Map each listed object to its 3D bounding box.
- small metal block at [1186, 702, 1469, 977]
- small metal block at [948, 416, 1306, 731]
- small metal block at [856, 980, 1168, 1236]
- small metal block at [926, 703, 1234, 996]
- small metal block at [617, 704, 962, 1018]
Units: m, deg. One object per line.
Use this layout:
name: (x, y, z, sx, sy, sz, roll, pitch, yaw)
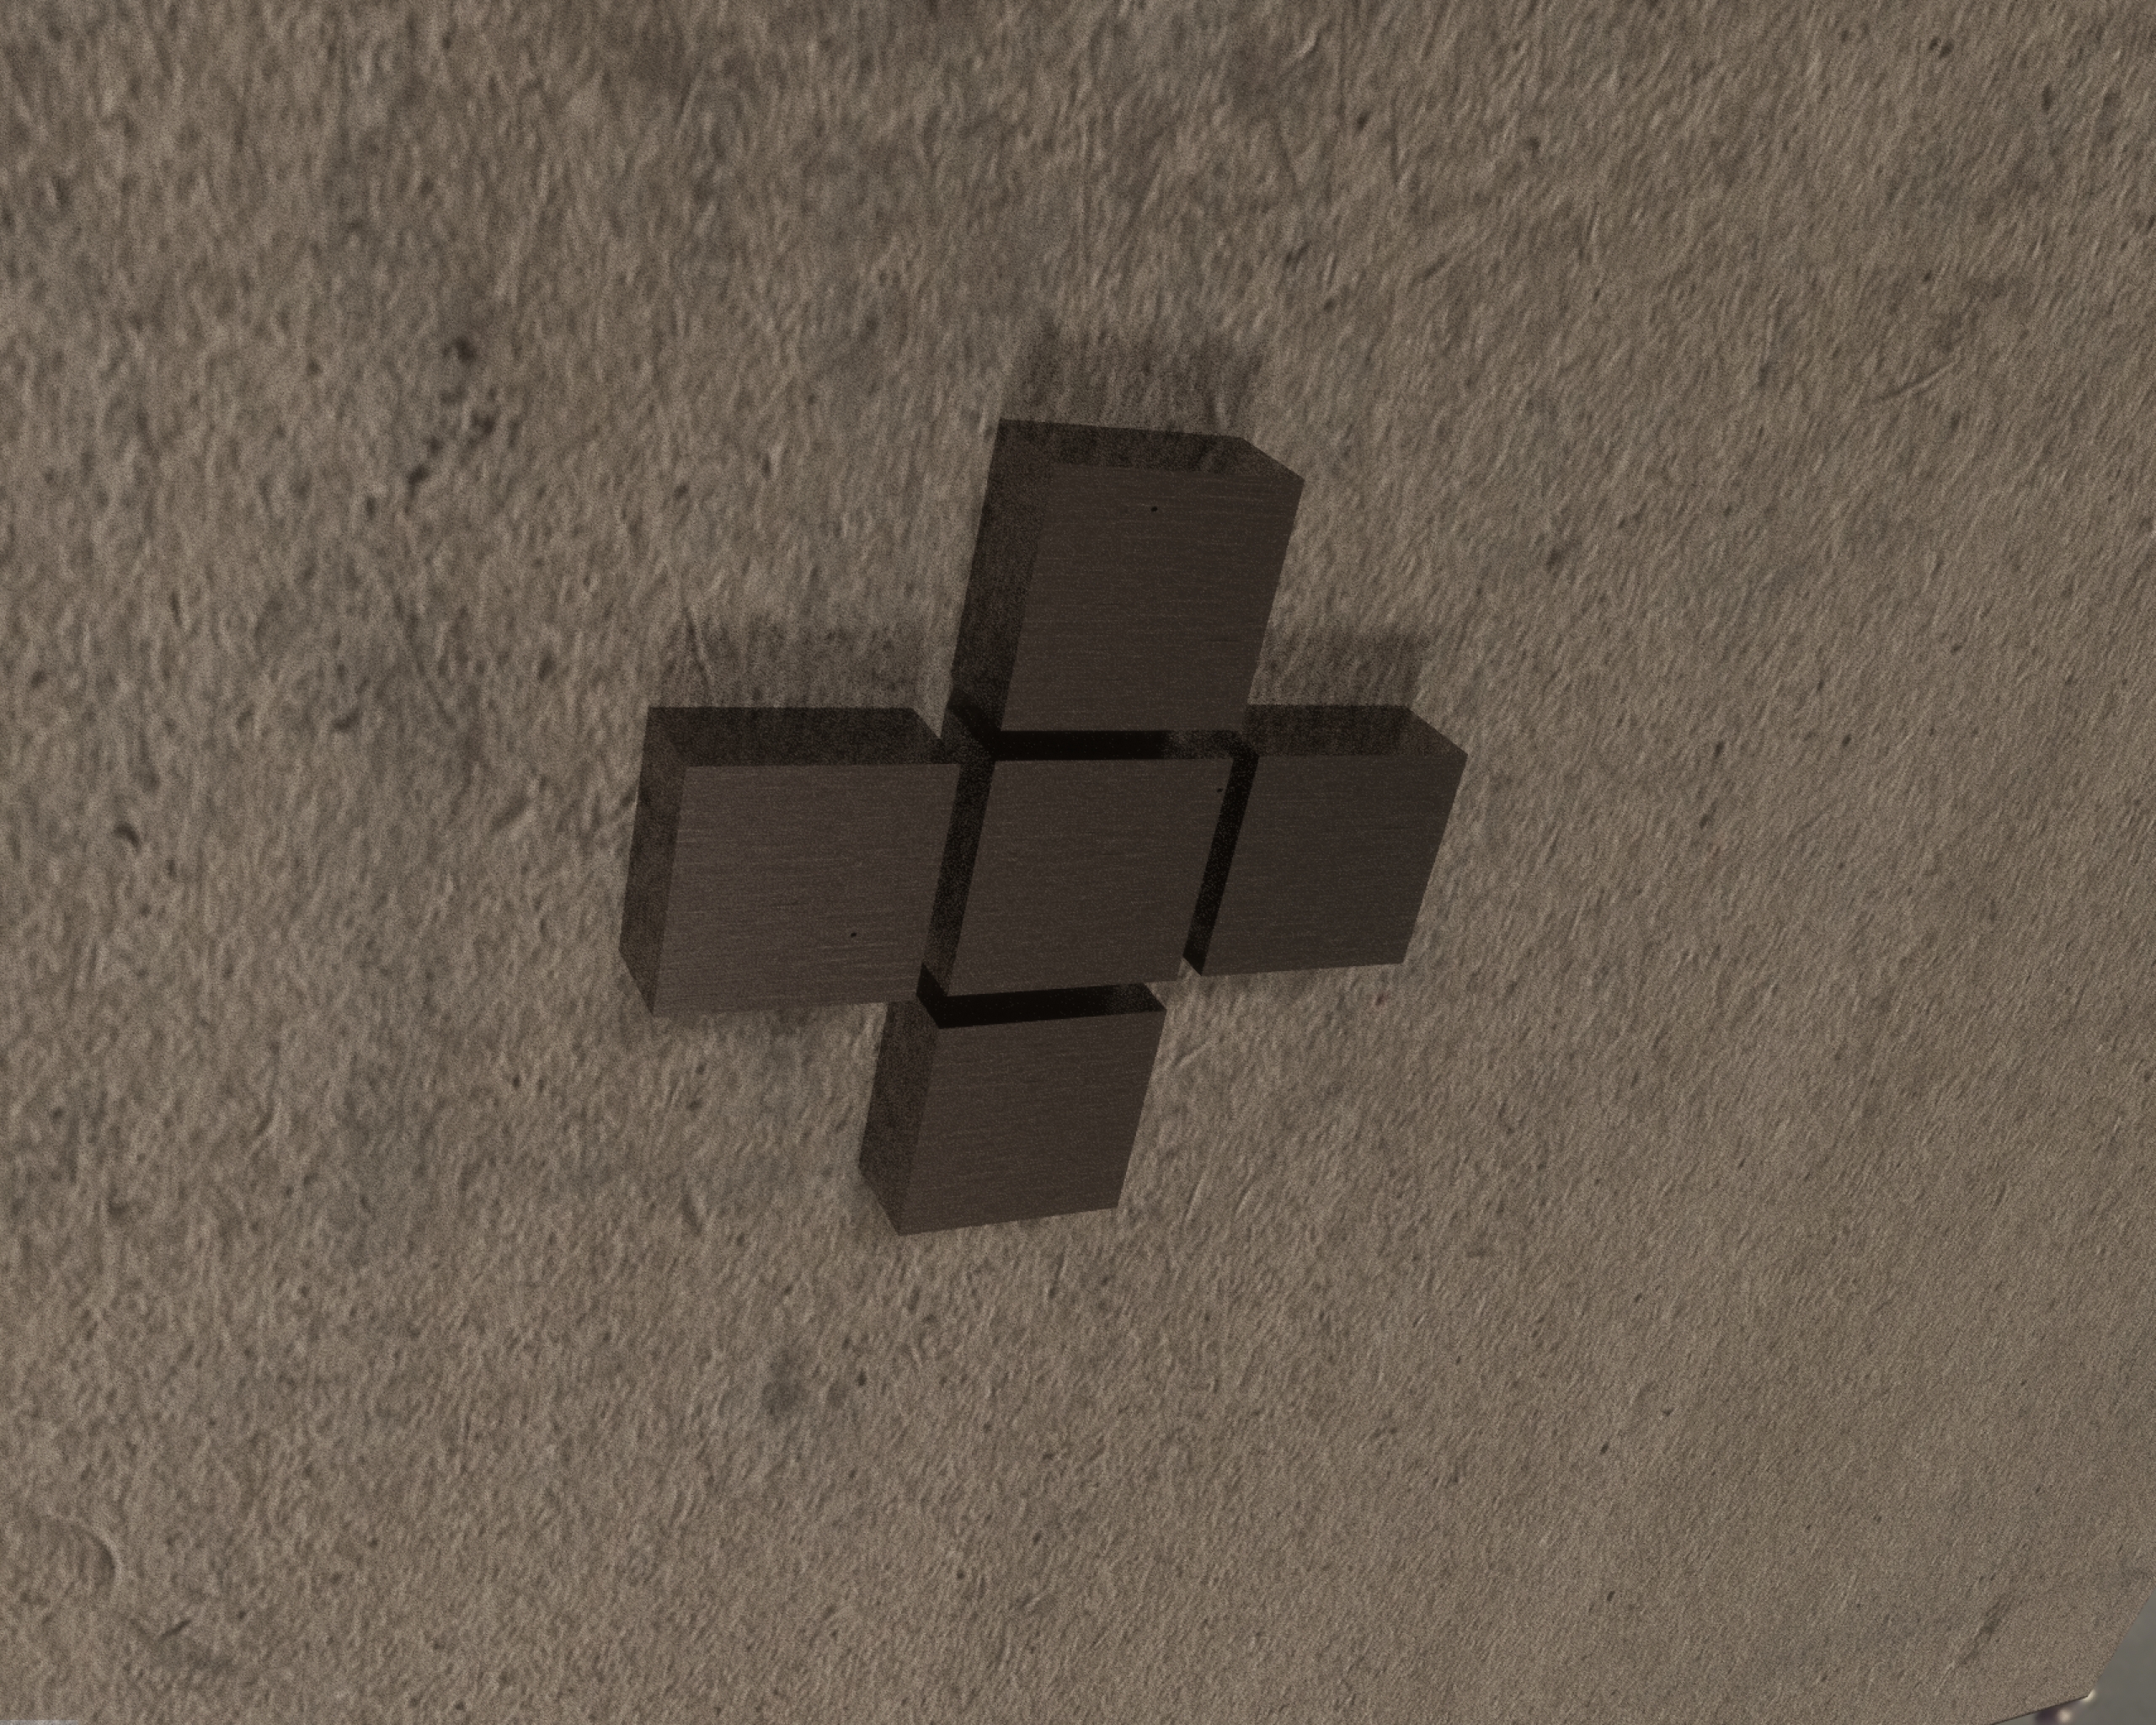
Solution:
small metal block: (0.047, -0.005, 0.433, 0.050, 0.025, 0.050, -2, 119, -28)
small metal block: (0.008, -0.052, 0.382, 0.050, 0.025, 0.050, -2, 119, -28)
small metal block: (-0.014, 0.047, 0.431, 0.050, 0.025, 0.050, -2, 120, -28)
small metal block: (-0.003, -0.003, 0.407, 0.050, 0.025, 0.050, -2, 119, -28)
small metal block: (-0.053, -0.001, 0.380, 0.050, 0.025, 0.050, -2, 119, -28)
